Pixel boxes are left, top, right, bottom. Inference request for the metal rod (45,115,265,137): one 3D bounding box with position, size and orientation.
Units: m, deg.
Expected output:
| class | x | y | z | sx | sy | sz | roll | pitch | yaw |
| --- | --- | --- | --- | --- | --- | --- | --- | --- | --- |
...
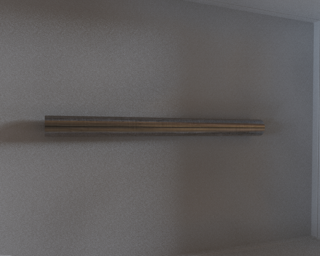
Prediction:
| class | x | y | z | sx | sy | sz | roll | pitch | yaw |
| --- | --- | --- | --- | --- | --- | --- | --- | --- | --- |
| metal rod | 0.008 | -0.001 | 0.412 | 0.303 | 0.025 | 0.025 | 0 | 90 | -21 |
